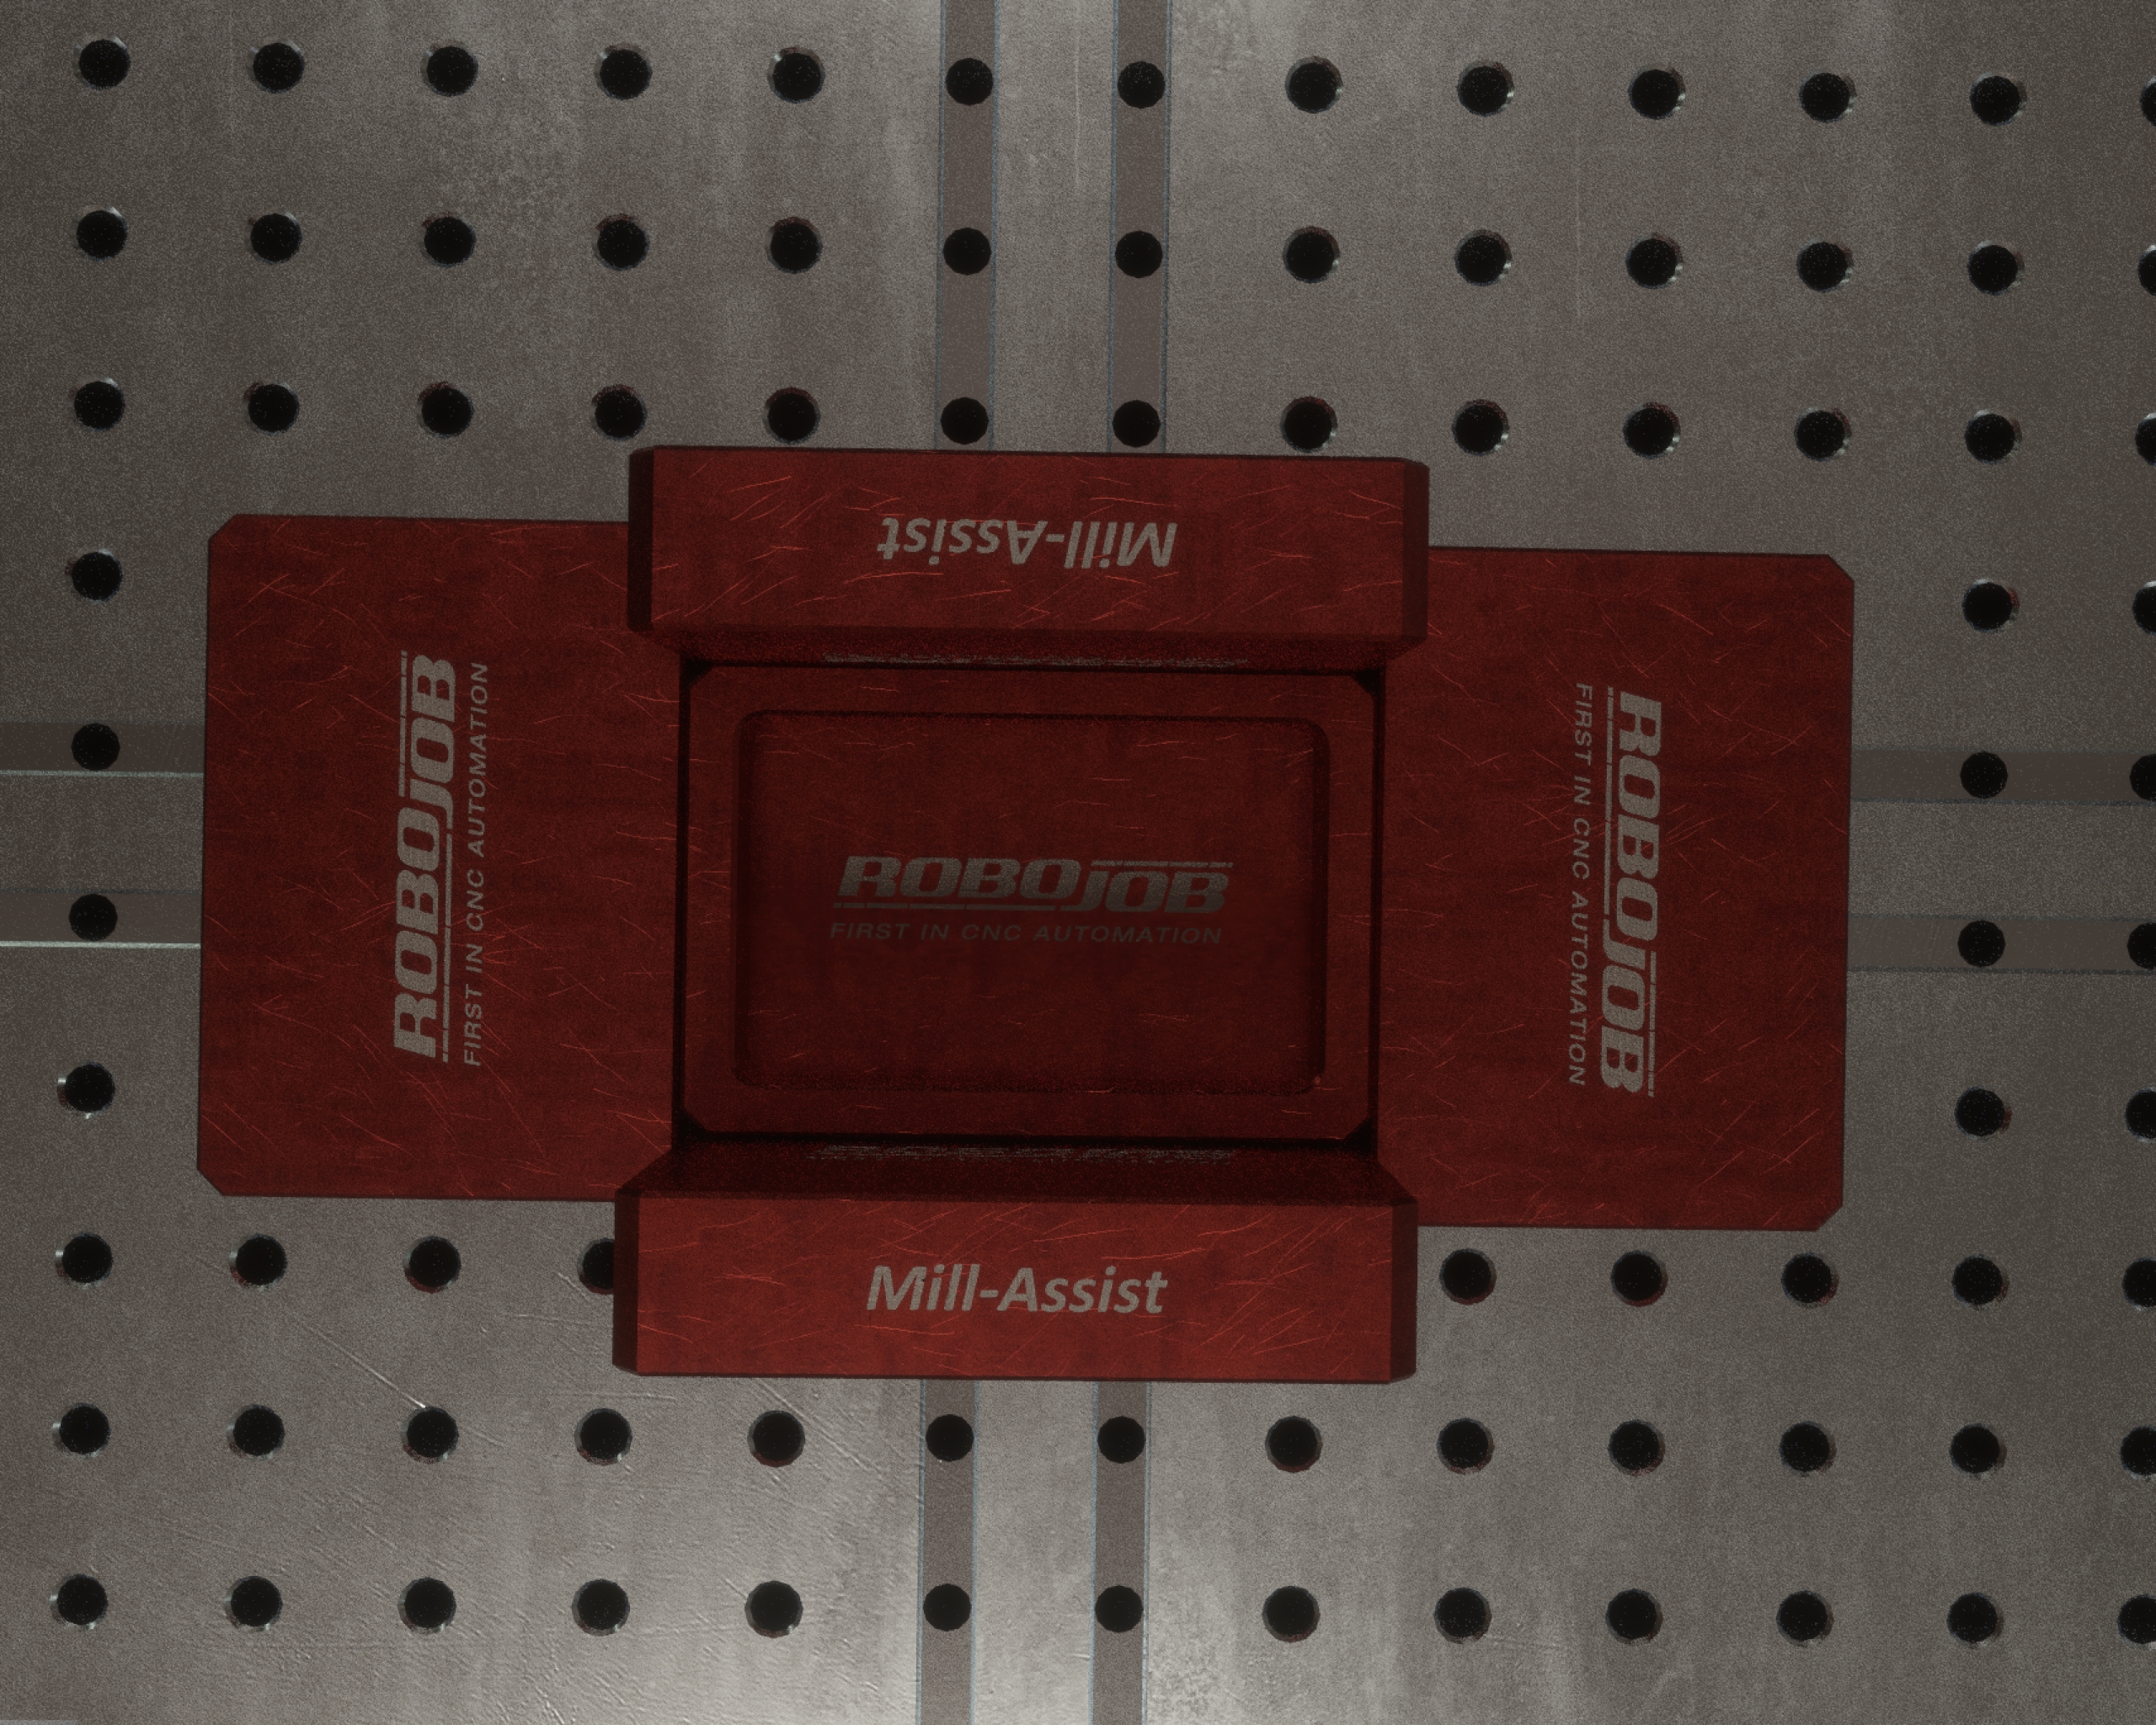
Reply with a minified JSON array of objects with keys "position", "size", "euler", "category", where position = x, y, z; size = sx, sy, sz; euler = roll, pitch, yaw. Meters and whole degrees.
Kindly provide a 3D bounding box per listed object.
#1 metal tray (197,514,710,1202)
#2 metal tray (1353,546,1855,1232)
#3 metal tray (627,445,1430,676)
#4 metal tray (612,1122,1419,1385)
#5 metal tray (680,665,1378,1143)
[{"position":[-0.120,-0.001,0.409],"size":[0.091,0.030,0.129],"euler":[1,90,-1],"category":"metal tray"},{"position":[0.102,0.005,0.410],"size":[0.091,0.030,0.129],"euler":[1,90,-2],"category":"metal tray"},{"position":[-0.008,-0.052,0.381],"size":[0.131,0.090,0.030],"euler":[1,90,-1],"category":"metal tray"},{"position":[-0.010,0.068,0.379],"size":[0.131,0.090,0.030],"euler":[1,90,-1],"category":"metal tray"},{"position":[-0.009,0.008,0.408],"size":[0.131,0.030,0.089],"euler":[1,90,-1],"category":"metal tray"}]
